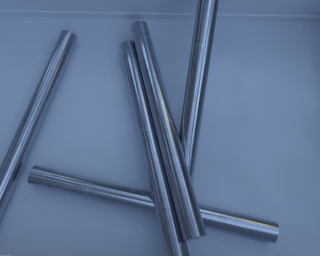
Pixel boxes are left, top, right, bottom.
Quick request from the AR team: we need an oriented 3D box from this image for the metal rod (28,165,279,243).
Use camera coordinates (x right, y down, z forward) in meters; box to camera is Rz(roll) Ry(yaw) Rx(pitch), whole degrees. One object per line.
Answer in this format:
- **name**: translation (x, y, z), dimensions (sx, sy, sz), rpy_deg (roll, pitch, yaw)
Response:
- **metal rod**: translation (-0.011, 0.091, 0.376), dimensions (0.302, 0.025, 0.025), rpy_deg (13, 71, 4)

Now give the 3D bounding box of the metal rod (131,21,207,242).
- **metal rod**: translation (0.003, -0.017, 0.384), dimensions (0.025, 0.025, 0.299), rpy_deg (-12, 64, -5)

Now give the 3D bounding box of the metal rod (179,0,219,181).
- **metal rod**: translation (0.047, -0.071, 0.373), dimensions (0.025, 0.025, 0.298), rpy_deg (8, 94, 2)

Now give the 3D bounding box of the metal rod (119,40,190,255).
- **metal rod**: translation (-0.013, 0.011, 0.387), dimensions (0.025, 0.025, 0.299), rpy_deg (-12, 64, -5)

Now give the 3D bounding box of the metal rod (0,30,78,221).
- **metal rod**: translation (-0.172, -0.001, 0.407), dimensions (0.025, 0.025, 0.299), rpy_deg (14, 70, 5)
